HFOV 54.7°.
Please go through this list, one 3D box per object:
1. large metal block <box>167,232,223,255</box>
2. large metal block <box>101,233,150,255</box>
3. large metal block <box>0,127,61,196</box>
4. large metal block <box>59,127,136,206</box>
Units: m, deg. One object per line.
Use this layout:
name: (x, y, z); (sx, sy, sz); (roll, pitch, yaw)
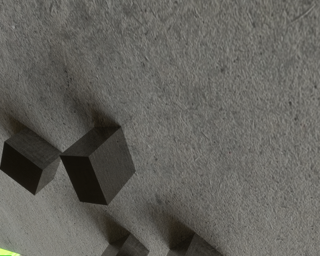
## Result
large metal block: (0.057, 0.228, 0.502); (0.080, 0.050, 0.080); (40, 129, 0)
large metal block: (-0.077, 0.250, 0.567); (0.050, 0.080, 0.080); (47, 129, -5)
large metal block: (-0.228, 0.059, 0.548); (0.080, 0.050, 0.079); (36, 129, 4)
large metal block: (-0.086, 0.052, 0.449); (0.050, 0.080, 0.080); (0, 118, 28)
